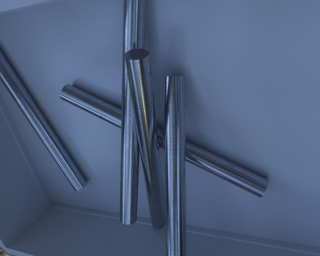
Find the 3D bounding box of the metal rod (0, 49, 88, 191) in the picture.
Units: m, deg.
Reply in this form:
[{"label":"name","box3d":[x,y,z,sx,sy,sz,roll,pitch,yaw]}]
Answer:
[{"label":"metal rod","box3d":[-0.205,-0.024,0.499,0.025,0.025,0.299,-16,110,34]}]

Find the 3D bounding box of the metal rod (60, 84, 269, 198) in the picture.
[{"label":"metal rod","box3d":[-0.003,0.012,0.416,0.301,0.025,0.025,26,127,11]}]

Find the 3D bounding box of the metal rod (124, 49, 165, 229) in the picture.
[{"label":"metal rod","box3d":[-0.012,0.039,0.407,0.025,0.025,0.298,13,133,21]}]

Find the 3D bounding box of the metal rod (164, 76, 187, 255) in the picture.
[{"label":"metal rod","box3d":[0.019,0.089,0.372,0.025,0.025,0.298,1,93,27]}]

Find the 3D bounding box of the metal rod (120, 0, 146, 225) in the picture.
[{"label":"metal rod","box3d":[-0.037,-0.004,0.393,0.025,0.025,0.298,13,115,20]}]
